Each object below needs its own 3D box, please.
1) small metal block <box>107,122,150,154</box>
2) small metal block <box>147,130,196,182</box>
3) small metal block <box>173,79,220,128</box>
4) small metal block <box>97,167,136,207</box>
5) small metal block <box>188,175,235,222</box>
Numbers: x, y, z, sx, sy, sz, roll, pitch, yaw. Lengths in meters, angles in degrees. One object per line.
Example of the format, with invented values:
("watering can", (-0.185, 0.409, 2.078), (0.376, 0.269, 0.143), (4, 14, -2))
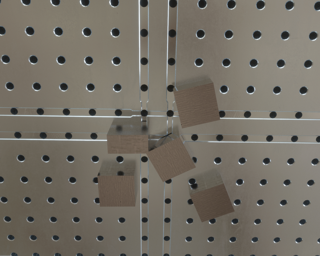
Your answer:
("small metal block", (-0.039, 0.012, 0.404), (0.050, 0.050, 0.025), (0, 110, 0))
("small metal block", (0.015, 0.039, 0.428), (0.050, 0.025, 0.050), (-26, 108, 9))
("small metal block", (0.047, -0.032, 0.402), (0.050, 0.025, 0.050), (-13, 110, 4))
("small metal block", (-0.060, 0.084, 0.444), (0.050, 0.025, 0.050), (0, 110, 0))
("small metal block", (0.075, 0.103, 0.452), (0.050, 0.025, 0.050), (-21, 109, 7))
